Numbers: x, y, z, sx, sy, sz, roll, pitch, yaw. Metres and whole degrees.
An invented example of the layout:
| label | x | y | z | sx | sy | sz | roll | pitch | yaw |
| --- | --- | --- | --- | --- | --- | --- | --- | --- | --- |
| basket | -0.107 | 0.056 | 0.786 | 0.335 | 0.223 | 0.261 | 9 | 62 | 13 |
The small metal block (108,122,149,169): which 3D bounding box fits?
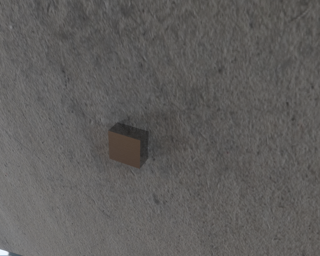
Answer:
| label | x | y | z | sx | sy | sz | roll | pitch | yaw |
| --- | --- | --- | --- | --- | --- | --- | --- | --- | --- |
| small metal block | -0.045 | 0.025 | 0.444 | 0.050 | 0.025 | 0.050 | 16 | 125 | 18 |
